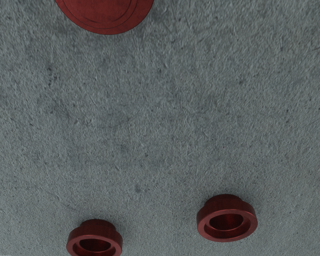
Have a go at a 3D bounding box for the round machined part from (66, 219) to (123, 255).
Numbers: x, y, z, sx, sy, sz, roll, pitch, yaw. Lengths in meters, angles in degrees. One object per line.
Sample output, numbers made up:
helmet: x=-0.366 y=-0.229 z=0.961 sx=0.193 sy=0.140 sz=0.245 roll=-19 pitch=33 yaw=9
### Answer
round machined part: x=-0.117 y=0.204 z=0.568 sx=0.099 sy=0.042 sz=0.097 roll=0 pitch=130 yaw=0

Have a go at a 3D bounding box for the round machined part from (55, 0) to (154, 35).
round machined part: x=-0.053 y=-0.131 z=0.284 sx=0.099 sy=0.042 sz=0.097 roll=0 pitch=130 yaw=0

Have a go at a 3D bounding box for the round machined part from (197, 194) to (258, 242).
round machined part: x=0.111 y=0.149 z=0.524 sx=0.099 sy=0.042 sz=0.097 roll=0 pitch=130 yaw=0
